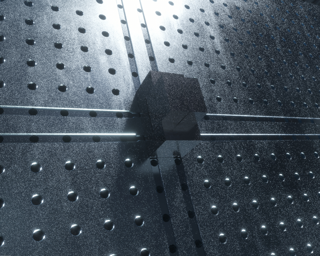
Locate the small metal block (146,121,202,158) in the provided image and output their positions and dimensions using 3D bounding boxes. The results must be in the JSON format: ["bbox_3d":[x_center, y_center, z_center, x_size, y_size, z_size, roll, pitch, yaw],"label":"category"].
[{"bbox_3d":[0.016,0.015,0.390,0.050,0.050,0.025,1,61,-27],"label":"small metal block"}]

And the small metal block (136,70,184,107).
[{"bbox_3d":[0.002,-0.051,0.422,0.050,0.050,0.025,2,61,-27],"label":"small metal block"}]

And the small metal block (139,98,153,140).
[{"bbox_3d":[0.003,-0.012,0.416,0.050,0.025,0.050,1,61,-26],"label":"small metal block"}]

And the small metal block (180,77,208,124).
[{"bbox_3d":[0.031,-0.029,0.394,0.025,0.050,0.050,1,61,-26],"label":"small metal block"}]

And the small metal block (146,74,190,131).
[{"bbox_3d":[0.008,-0.030,0.381,0.025,0.050,0.050,2,61,-28],"label":"small metal block"}]
